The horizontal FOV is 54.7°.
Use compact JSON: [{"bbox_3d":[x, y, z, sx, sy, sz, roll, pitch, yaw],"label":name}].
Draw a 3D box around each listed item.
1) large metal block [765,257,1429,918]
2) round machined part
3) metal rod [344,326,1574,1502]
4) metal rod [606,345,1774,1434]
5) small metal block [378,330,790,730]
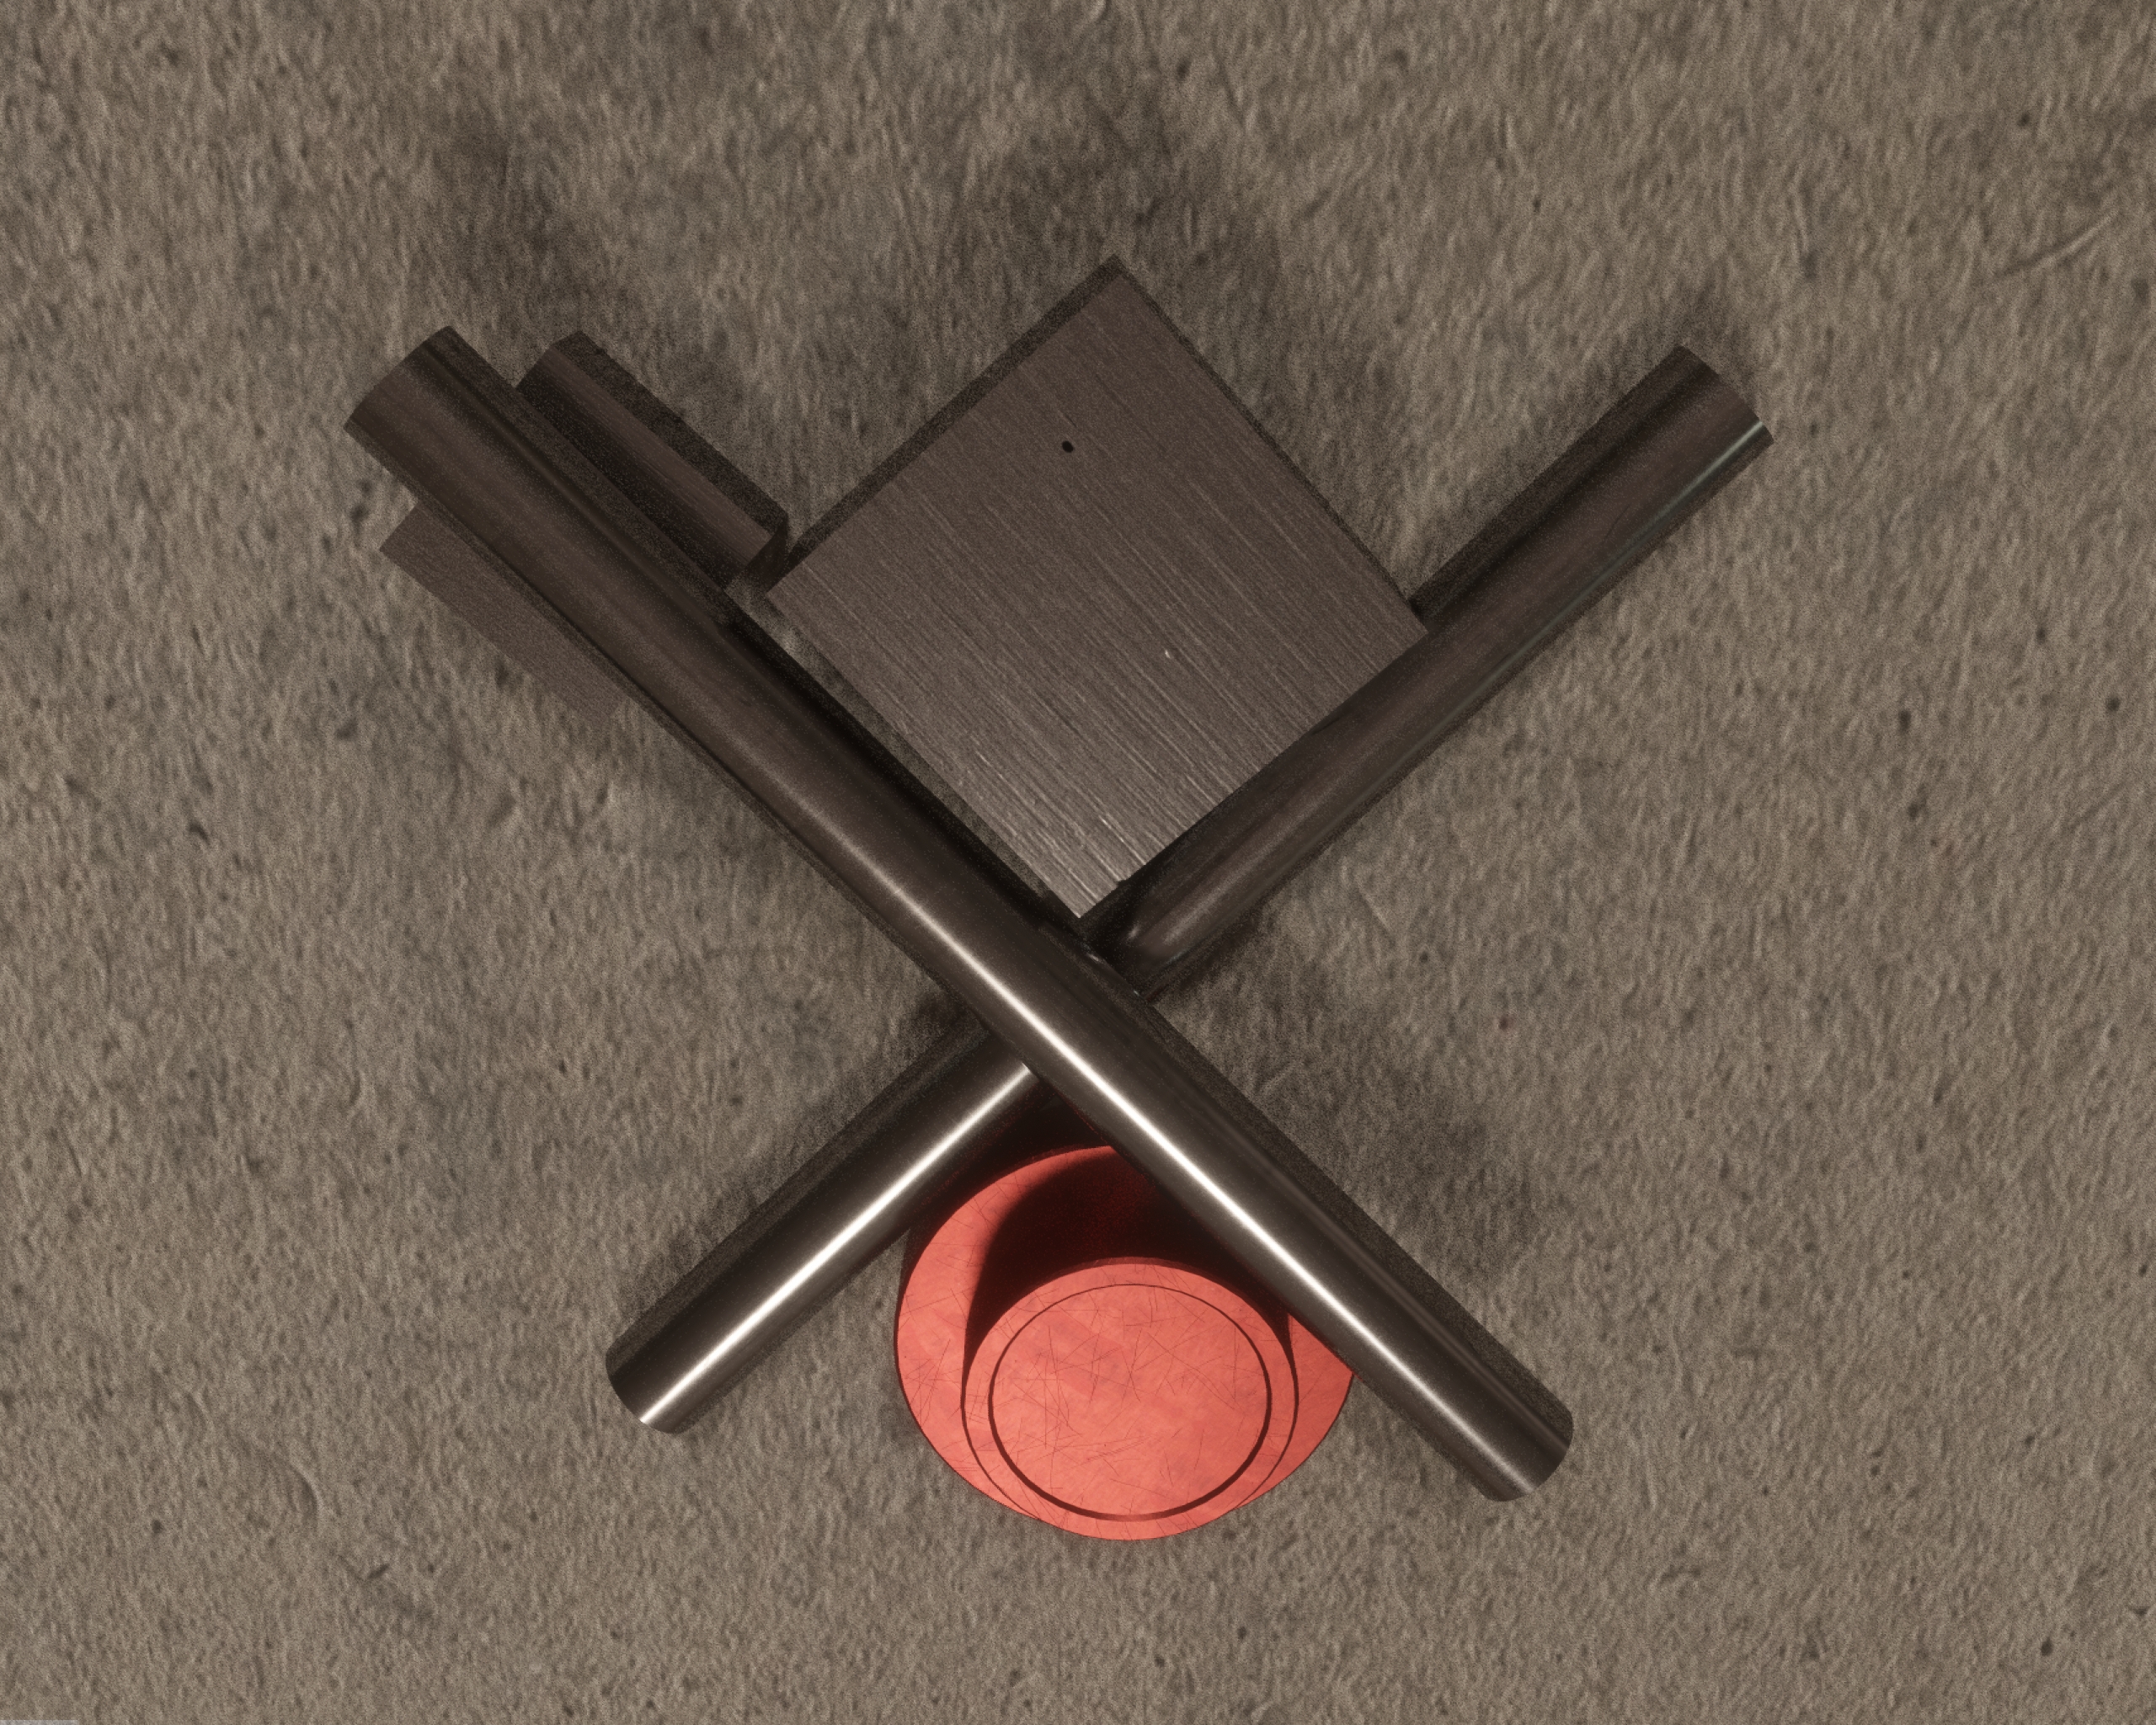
[{"bbox_3d":[0.003,-0.051,0.380,0.080,0.050,0.080,-40,106,13],"label":"large metal block"},{"bbox_3d":[0.011,0.102,0.439,0.099,0.042,0.097,0,110,-1],"label":"round machined part"},{"bbox_3d":[-0.011,0.020,0.391,0.025,0.025,0.300,-42,105,13],"label":"metal rod"},{"bbox_3d":[0.013,0.014,0.418,0.025,0.025,0.299,43,104,-15],"label":"metal rod"},{"bbox_3d":[-0.091,-0.062,0.388,0.050,0.025,0.050,41,105,-14],"label":"small metal block"}]
